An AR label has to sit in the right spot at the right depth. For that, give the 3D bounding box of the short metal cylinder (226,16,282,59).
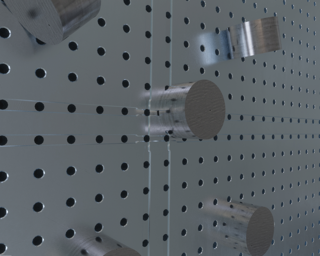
[{"bbox_3d":[0.151,-0.144,0.499,0.081,0.080,0.050,-20,103,-38],"label":"short metal cylinder"}]

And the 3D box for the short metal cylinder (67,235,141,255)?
[{"bbox_3d":[-0.062,0.165,0.341,0.081,0.050,0.079,0,90,-40],"label":"short metal cylinder"}]

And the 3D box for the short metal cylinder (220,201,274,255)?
[{"bbox_3d":[0.145,0.166,0.515,0.081,0.050,0.079,0,90,-40],"label":"short metal cylinder"}]

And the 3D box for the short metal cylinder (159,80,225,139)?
[{"bbox_3d":[0.046,-0.025,0.431,0.081,0.050,0.079,0,90,-40],"label":"short metal cylinder"}]

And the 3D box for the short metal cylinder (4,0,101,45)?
[{"bbox_3d":[-0.103,-0.125,0.287,0.050,0.080,0.080,-50,120,-28],"label":"short metal cylinder"}]
